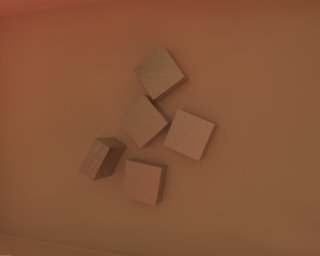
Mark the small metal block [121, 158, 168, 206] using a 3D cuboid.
[{"bbox_3d":[-0.021,0.071,0.417,0.050,0.025,0.050,10,93,19],"label":"small metal block"}]

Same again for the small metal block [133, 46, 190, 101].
[{"bbox_3d":[0.002,-0.071,0.409,0.050,0.025,0.050,-36,79,16],"label":"small metal block"}]

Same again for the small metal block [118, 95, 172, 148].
[{"bbox_3d":[-0.019,-0.009,0.416,0.050,0.025,0.050,-42,77,15],"label":"small metal block"}]

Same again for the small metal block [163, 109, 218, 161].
[{"bbox_3d":[0.039,0.008,0.396,0.050,0.025,0.050,24,98,18],"label":"small metal block"}]

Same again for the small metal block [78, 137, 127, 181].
[{"bbox_3d":[-0.077,0.041,0.423,0.025,0.050,0.050,31,100,17],"label":"small metal block"}]
